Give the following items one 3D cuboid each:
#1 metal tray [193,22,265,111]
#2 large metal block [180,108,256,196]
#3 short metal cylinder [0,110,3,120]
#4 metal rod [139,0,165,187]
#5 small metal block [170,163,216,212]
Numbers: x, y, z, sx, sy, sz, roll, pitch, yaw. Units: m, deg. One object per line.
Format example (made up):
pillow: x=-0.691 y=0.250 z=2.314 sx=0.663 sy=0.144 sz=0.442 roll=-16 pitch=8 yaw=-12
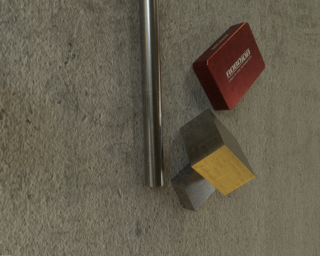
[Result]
metal tray: x=0.116 y=-0.100 z=0.501 sx=0.131 sy=0.030 sz=0.090 roll=-47 pitch=118 yaw=-30
large metal block: x=0.078 y=0.033 z=0.430 sx=0.080 sy=0.050 sz=0.080 roll=42 pitch=21 yaw=-32
short metal cylinder: x=-0.167 y=-0.020 z=0.229 sx=0.081 sy=0.080 sz=0.050 roll=-22 pitch=104 yaw=-38
metal rod: x=-0.011 y=-0.075 z=0.396 sx=0.025 sy=0.025 sz=0.298 roll=-3 pitch=92 yaw=-40
small metal block: x=0.048 y=0.083 z=0.448 sx=0.050 sy=0.025 sz=0.050 roll=-38 pitch=113 yaw=-34
